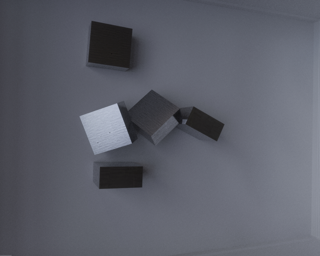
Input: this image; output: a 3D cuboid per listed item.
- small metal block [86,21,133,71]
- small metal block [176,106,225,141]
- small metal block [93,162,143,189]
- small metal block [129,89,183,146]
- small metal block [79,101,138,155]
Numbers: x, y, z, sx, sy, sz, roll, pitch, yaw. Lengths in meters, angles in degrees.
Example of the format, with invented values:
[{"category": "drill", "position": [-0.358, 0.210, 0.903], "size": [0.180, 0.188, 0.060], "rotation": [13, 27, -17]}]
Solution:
[{"category": "small metal block", "position": [-0.064, -0.101, 0.387], "size": [0.050, 0.025, 0.050], "rotation": [5, 88, -20]}, {"category": "small metal block", "position": [0.049, -0.005, 0.417], "size": [0.050, 0.050, 0.025], "rotation": [28, 81, -18]}, {"category": "small metal block", "position": [-0.053, 0.057, 0.379], "size": [0.050, 0.050, 0.025], "rotation": [2, 90, -20]}, {"category": "small metal block", "position": [-0.008, -0.014, 0.394], "size": [0.050, 0.025, 0.050], "rotation": [37, 73, 29]}, {"category": "small metal block", "position": [-0.061, 0.000, 0.376], "size": [0.050, 0.025, 0.050], "rotation": [-17, 98, 15]}]
